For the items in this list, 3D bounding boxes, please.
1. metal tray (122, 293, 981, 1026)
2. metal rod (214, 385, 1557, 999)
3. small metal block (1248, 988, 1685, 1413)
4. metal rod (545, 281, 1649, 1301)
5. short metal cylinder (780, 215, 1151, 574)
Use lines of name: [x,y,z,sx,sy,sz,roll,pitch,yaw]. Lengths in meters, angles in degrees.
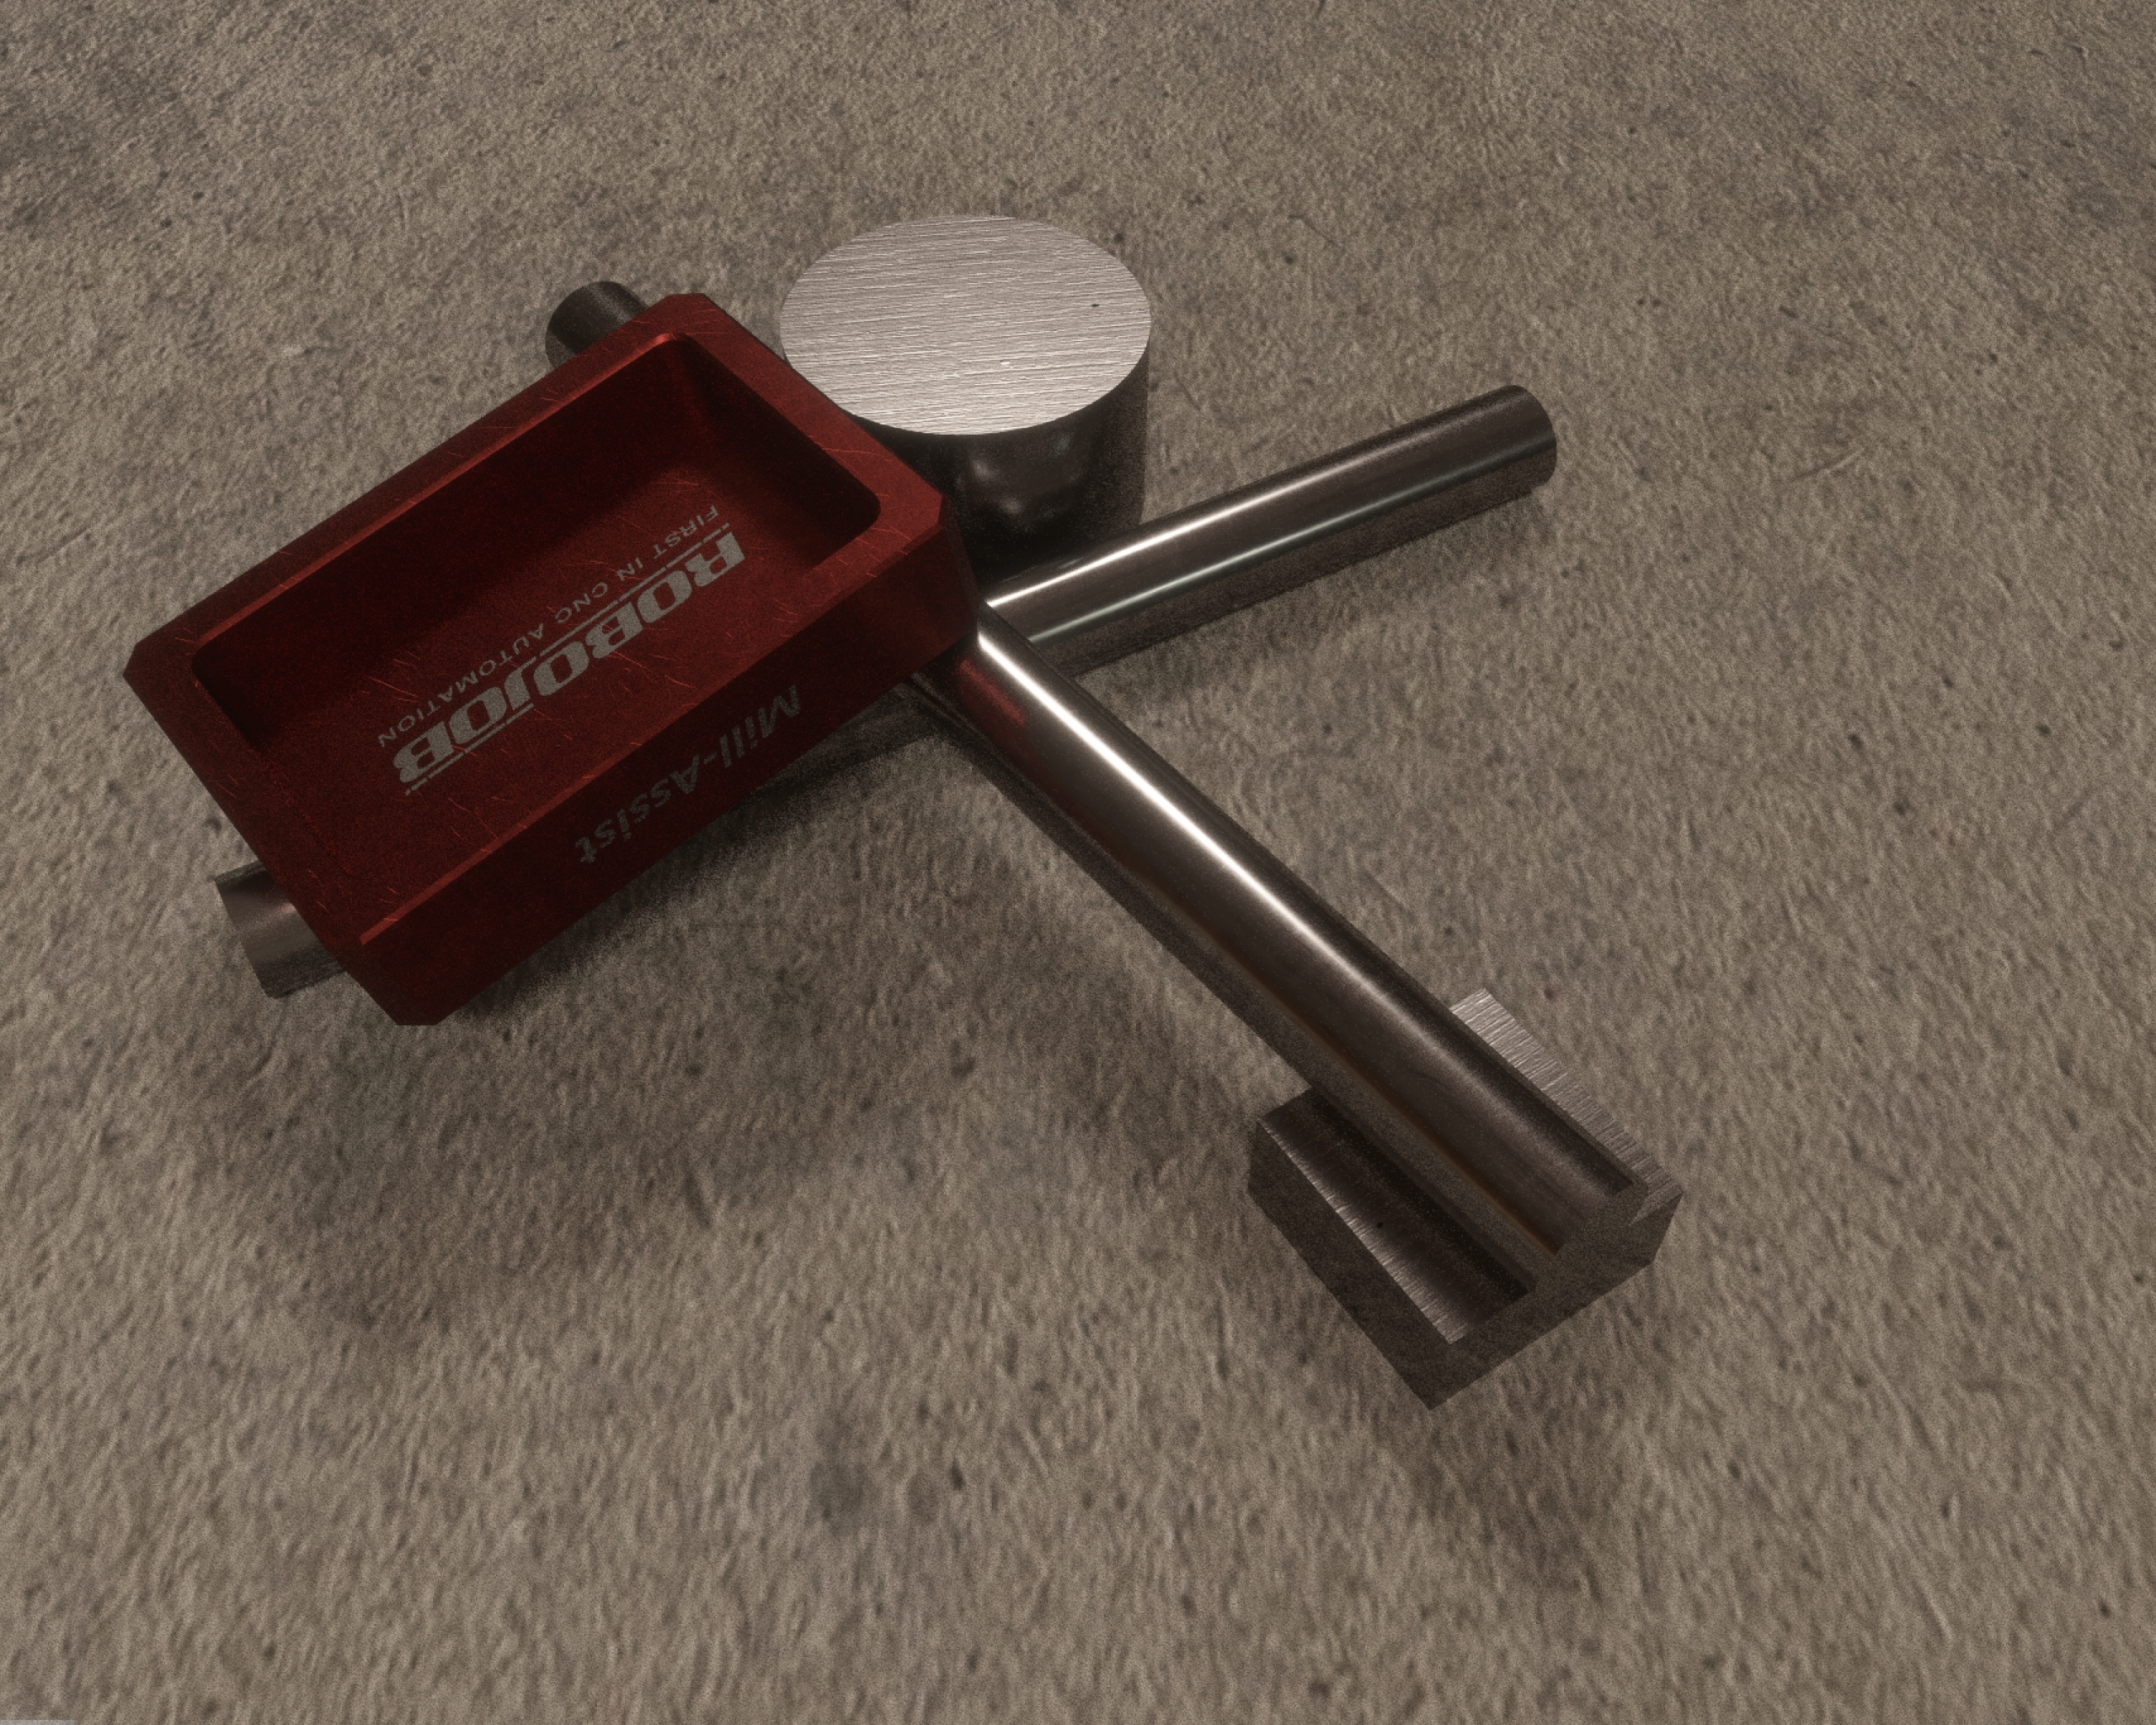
metal tray: [-0.096,-0.042,0.385,0.131,0.030,0.090,-38,59,-14]
metal rod: [-0.026,-0.043,0.441,0.302,0.025,0.025,-24,54,-19]
small metal block: [0.065,0.057,0.358,0.050,0.025,0.050,-27,55,-21]
metal rod: [-0.015,-0.031,0.398,0.025,0.025,0.300,-32,57,-24]
short metal cylinder: [-0.024,-0.103,0.474,0.081,0.050,0.080,0,50,0]
